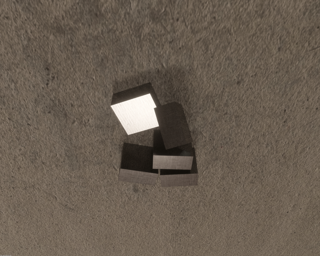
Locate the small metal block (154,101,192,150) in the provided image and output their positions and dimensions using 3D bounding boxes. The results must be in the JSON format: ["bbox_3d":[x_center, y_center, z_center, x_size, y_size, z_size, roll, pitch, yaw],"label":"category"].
[{"bbox_3d":[0.017,-0.003,0.375,0.025,0.050,0.050,-17,86,13],"label":"small metal block"}]

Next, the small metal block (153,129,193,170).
[{"bbox_3d":[0.016,0.028,0.415,0.050,0.050,0.025,2,130,-2],"label":"small metal block"}]

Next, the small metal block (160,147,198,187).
[{"bbox_3d":[0.026,0.055,0.438,0.050,0.050,0.025,-3,130,2],"label":"small metal block"}]

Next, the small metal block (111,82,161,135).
[{"bbox_3d":[-0.026,-0.023,0.387,0.050,0.025,0.050,-16,129,13],"label":"small metal block"}]

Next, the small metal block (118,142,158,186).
[{"bbox_3d":[-0.030,0.050,0.433,0.050,0.050,0.025,9,129,-9],"label":"small metal block"}]
